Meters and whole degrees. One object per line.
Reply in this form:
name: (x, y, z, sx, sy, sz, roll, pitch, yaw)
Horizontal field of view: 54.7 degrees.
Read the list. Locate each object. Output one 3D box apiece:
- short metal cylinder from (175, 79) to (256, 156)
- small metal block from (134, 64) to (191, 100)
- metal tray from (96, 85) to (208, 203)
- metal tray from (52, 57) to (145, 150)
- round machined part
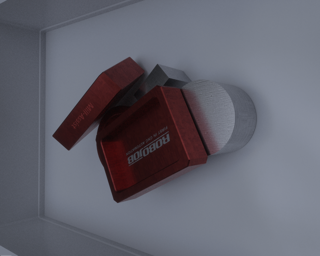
short metal cylinder: (0.057, -0.010, 0.340, 0.080, 0.050, 0.079, 0, 90, 39)
small metal block: (0.005, -0.048, 0.382, 0.050, 0.050, 0.025, -50, 61, 27)
metal tray: (-0.017, 0.022, 0.351, 0.130, 0.030, 0.090, -35, 68, 39)
metal tray: (-0.084, -0.034, 0.427, 0.030, 0.090, 0.129, 44, 120, -5)
round machined part: (-0.040, 0.019, 0.426, 0.098, 0.042, 0.097, 0, 90, 39)
